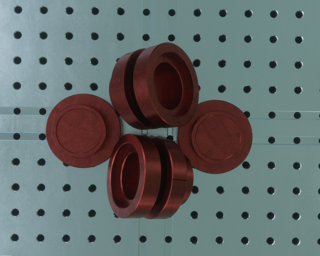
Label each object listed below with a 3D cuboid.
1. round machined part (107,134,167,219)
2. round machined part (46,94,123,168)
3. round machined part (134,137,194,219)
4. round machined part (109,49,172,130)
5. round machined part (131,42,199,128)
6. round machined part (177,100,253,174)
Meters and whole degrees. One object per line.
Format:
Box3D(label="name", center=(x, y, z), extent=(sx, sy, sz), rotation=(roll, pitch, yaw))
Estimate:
Box3D(label="round machined part", center=(-0.024, 0.058, 0.372), extent=(0.042, 0.098, 0.098), rotation=(10, 90, -32))
Box3D(label="round machined part", center=(-0.100, 0.004, 0.404), extent=(0.099, 0.042, 0.097), rotation=(0, 90, 0))
Box3D(label="round machined part", center=(0.005, 0.063, 0.386), extent=(0.042, 0.098, 0.098), rotation=(10, 90, -32))
Box3D(label="round machined part", center=(-0.025, -0.046, 0.388), extent=(0.042, 0.099, 0.097), rotation=(-6, 90, 40))
Box3D(label="round machined part", center=(0.002, -0.048, 0.370), extent=(0.042, 0.099, 0.097), rotation=(-6, 90, 40))
Box3D(label="round machined part", center=(0.073, 0.012, 0.405), extent=(0.099, 0.042, 0.097), rotation=(0, 90, 0))
